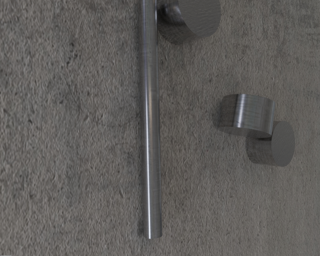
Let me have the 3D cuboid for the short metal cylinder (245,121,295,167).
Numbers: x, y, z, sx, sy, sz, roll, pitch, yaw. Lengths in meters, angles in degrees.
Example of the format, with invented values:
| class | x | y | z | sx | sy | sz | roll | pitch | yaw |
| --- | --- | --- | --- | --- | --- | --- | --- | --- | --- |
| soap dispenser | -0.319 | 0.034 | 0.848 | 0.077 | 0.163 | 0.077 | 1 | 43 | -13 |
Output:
| class | x | y | z | sx | sy | sz | roll | pitch | yaw |
| --- | --- | --- | --- | --- | --- | --- | --- | --- | --- |
| short metal cylinder | 0.198 | 0.027 | 0.554 | 0.081 | 0.050 | 0.080 | 0 | 90 | -40 |

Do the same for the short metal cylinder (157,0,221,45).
| class | x | y | z | sx | sy | sz | roll | pitch | yaw |
| --- | --- | --- | --- | --- | --- | --- | --- | --- | --- |
| short metal cylinder | 0.037 | -0.158 | 0.419 | 0.081 | 0.050 | 0.080 | 0 | 90 | -40 |

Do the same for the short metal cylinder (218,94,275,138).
| class | x | y | z | sx | sy | sz | roll | pitch | yaw |
| --- | --- | --- | --- | --- | --- | --- | --- | --- | --- |
| short metal cylinder | 0.134 | -0.017 | 0.481 | 0.081 | 0.080 | 0.050 | 17 | 80 | -39 |

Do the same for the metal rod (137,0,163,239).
| class | x | y | z | sx | sy | sz | roll | pitch | yaw |
| --- | --- | --- | --- | --- | --- | --- | --- | --- | --- |
| metal rod | -0.013 | -0.012 | 0.393 | 0.025 | 0.025 | 0.298 | -2 | 92 | -40 |
